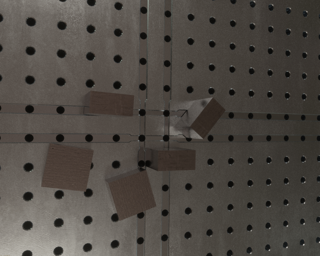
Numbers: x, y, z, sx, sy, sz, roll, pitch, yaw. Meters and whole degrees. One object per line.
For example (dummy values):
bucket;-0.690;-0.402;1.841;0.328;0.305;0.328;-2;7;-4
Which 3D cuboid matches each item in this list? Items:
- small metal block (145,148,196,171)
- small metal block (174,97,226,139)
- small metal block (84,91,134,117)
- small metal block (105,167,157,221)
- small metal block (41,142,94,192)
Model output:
small metal block;0.013;0.040;0.405;0.050;0.050;0.025;1;90;-20
small metal block;0.053;-0.013;0.420;0.025;0.050;0.050;43;76;-16
small metal block;-0.063;-0.028;0.377;0.050;0.050;0.025;4;89;-20
small metal block;-0.038;0.084;0.400;0.050;0.025;0.050;-17;96;-20
small metal block;-0.111;0.047;0.372;0.050;0.025;0.050;11;86;-20
